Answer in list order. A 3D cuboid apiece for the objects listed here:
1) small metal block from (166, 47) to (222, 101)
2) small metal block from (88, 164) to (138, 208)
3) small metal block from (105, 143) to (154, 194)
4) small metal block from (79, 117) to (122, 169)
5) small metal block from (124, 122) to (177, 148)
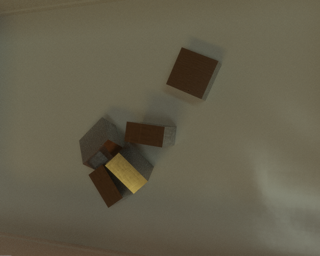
[{"bbox_3d":[0.043,-0.068,0.395,0.050,0.025,0.050,26,98,17],"label":"small metal block"},{"bbox_3d":[-0.061,0.074,0.418,0.025,0.050,0.050,-37,79,16],"label":"small metal block"},{"bbox_3d":[-0.038,0.050,0.403,0.025,0.050,0.050,-43,95,15],"label":"small metal block"},{"bbox_3d":[-0.082,0.022,0.425,0.050,0.025,0.050,-43,39,14],"label":"small metal block"},{"bbox_3d":[-0.011,0.008,0.400,0.050,0.050,0.025,8,93,19],"label":"small metal block"}]
